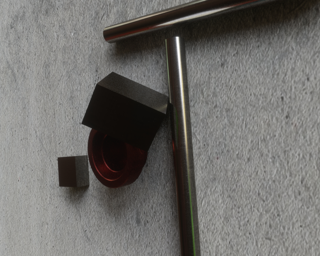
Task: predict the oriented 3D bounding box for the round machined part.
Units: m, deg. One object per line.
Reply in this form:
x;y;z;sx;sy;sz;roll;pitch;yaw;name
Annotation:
-0.055;0.032;0.434;0.098;0.042;0.097;4;96;42;round machined part

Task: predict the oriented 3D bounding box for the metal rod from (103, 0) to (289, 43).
0.041;-0.138;0.369;0.300;0.025;0.025;1;91;39;metal rod

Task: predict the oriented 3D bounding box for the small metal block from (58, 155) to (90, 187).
-0.146;0.073;0.523;0.050;0.025;0.050;-8;85;39;small metal block

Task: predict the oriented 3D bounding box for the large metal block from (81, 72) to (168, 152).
-0.038;-0.023;0.377;0.080;0.080;0.050;24;109;-5;large metal block

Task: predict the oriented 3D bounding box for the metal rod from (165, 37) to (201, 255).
0.029;0.039;0.379;0.025;0.025;0.298;-7;86;39;metal rod
